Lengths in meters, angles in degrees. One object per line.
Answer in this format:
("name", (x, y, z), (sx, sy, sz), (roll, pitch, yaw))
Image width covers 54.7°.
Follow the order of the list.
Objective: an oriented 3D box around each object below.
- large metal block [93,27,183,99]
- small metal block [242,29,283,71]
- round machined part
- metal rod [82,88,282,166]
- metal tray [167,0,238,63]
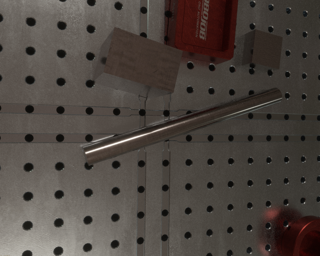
("large metal block", (-0.030, -0.073, 0.373), (0.081, 0.080, 0.050), (14, 85, -20))
("small metal block", (0.156, -0.117, 0.472), (0.050, 0.025, 0.050), (8, 87, -20))
("round machined part", (0.236, 0.188, 0.493), (0.099, 0.042, 0.097), (0, 90, -21))
("metal rod", (0.045, -0.008, 0.430), (0.302, 0.025, 0.025), (-17, 96, -20))
("metal tray", (0.061, -0.163, 0.433), (0.091, 0.030, 0.129), (6, 88, -20))
